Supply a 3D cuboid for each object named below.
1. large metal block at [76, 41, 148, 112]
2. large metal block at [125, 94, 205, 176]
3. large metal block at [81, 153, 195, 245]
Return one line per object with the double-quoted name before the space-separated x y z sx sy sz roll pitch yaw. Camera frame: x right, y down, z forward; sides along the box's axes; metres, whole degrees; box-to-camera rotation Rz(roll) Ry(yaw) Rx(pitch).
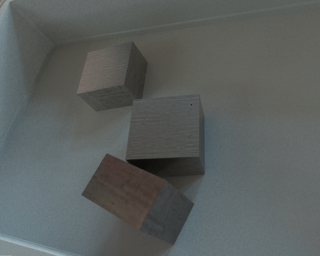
"large metal block" -0.070 -0.077 0.472 0.080 0.050 0.080 -7 59 24
"large metal block" 0.010 0.010 0.369 0.080 0.050 0.080 -4 59 13
"large metal block" -0.021 0.077 0.333 0.080 0.080 0.050 19 72 35
